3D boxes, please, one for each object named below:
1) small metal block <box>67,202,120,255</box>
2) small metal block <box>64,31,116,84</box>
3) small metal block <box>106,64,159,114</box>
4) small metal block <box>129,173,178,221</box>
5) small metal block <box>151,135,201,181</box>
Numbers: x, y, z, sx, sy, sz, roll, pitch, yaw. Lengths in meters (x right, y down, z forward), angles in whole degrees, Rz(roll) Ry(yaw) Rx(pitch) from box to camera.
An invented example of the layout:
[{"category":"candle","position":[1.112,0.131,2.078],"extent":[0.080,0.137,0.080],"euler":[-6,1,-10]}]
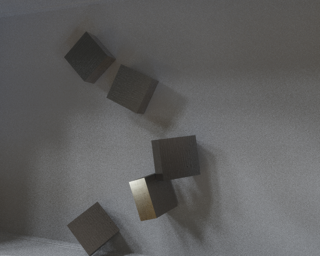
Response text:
[{"category":"small metal block","position":[-0.092,0.140,0.429],"extent":[0.050,0.025,0.050],"euler":[-36,75,-22]},{"category":"small metal block","position":[-0.101,-0.101,0.446],"extent":[0.050,0.025,0.050],"euler":[-44,77,14]},{"category":"small metal block","position":[-0.037,-0.053,0.424],"extent":[0.050,0.025,0.050],"euler":[28,99,17]},{"category":"small metal block","position":[-0.008,0.085,0.397],"extent":[0.025,0.050,0.050],"euler":[-21,83,32]},{"category":"small metal block","position":[0.020,0.037,0.389],"extent":[0.050,0.025,0.050],"euler":[-6,87,-22]}]
